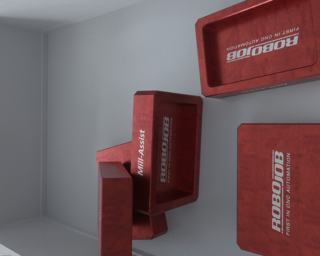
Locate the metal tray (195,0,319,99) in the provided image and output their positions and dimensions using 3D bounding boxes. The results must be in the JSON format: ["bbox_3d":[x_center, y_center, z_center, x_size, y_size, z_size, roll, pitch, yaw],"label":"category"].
[{"bbox_3d":[0.102,-0.085,0.319,0.130,0.030,0.089,-8,85,39],"label":"metal tray"}]

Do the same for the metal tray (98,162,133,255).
[{"bbox_3d":[-0.056,0.092,0.362,0.130,0.030,0.089,-173,84,-77],"label":"metal tray"}]

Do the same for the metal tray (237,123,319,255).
[{"bbox_3d":[0.123,0.060,0.302,0.090,0.030,0.129,1,90,40],"label":"metal tray"}]

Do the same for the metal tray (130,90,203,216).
[{"bbox_3d":[0.010,0.025,0.356,0.030,0.091,0.129,4,93,40],"label":"metal tray"}]

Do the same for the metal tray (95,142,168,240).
[{"bbox_3d":[-0.043,0.088,0.440,0.090,0.030,0.129,-18,79,38],"label":"metal tray"}]
